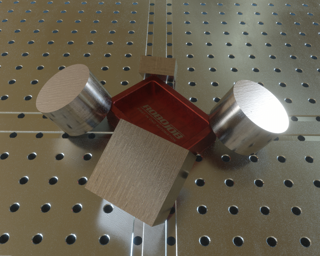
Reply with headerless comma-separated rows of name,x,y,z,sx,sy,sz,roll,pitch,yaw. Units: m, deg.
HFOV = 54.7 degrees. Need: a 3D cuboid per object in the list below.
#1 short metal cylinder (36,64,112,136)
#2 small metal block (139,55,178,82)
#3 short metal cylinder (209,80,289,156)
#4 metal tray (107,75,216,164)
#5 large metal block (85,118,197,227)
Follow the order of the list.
short metal cylinder,-0.110,-0.036,0.402,0.080,0.050,0.080,-17,48,19
small metal block,-0.001,-0.087,0.461,0.050,0.050,0.025,7,88,6
short metal cylinder,0.109,-0.013,0.383,0.081,0.050,0.080,18,47,-20
metal tray,0.000,-0.010,0.411,0.091,0.030,0.130,-34,58,-25
large metal block,-0.018,0.047,0.329,0.080,0.050,0.080,25,85,19
